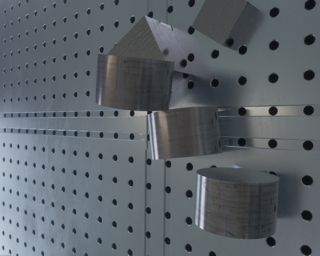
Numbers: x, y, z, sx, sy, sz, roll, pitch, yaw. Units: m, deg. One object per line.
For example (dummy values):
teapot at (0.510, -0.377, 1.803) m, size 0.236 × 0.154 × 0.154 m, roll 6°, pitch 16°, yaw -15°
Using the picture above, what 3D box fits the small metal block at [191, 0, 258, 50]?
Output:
small metal block at (0.072, -0.124, 0.350) m, size 0.050 × 0.025 × 0.050 m, roll 43°, pitch 116°, yaw 31°

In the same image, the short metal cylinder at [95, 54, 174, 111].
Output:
short metal cylinder at (-0.027, -0.050, 0.332) m, size 0.080 × 0.081 × 0.050 m, roll 16°, pitch 106°, yaw 39°

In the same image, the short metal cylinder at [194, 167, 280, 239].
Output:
short metal cylinder at (0.076, 0.071, 0.311) m, size 0.080 × 0.081 × 0.050 m, roll 5°, pitch 93°, yaw 40°

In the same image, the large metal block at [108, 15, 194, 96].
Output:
large metal block at (-0.015, -0.083, 0.406) m, size 0.080 × 0.050 × 0.080 m, roll -35°, pitch 69°, yaw 34°

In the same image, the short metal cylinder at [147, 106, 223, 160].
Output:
short metal cylinder at (0.028, 0.007, 0.350) m, size 0.080 × 0.081 × 0.050 m, roll -9°, pitch 84°, yaw 39°
